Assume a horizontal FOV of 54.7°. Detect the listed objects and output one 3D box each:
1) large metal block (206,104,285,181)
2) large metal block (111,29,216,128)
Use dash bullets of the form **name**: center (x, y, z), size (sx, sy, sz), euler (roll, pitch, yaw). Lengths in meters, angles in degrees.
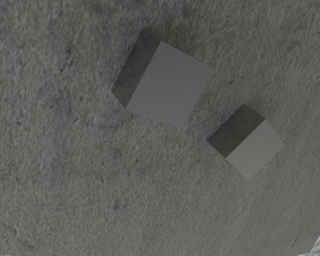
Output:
- **large metal block**: center (0.133, 0.023, 0.480), size (0.080, 0.050, 0.080), euler (-45, 130, 3)
- **large metal block**: center (0.003, -0.055, 0.359), size (0.081, 0.050, 0.080), euler (18, 109, -36)
